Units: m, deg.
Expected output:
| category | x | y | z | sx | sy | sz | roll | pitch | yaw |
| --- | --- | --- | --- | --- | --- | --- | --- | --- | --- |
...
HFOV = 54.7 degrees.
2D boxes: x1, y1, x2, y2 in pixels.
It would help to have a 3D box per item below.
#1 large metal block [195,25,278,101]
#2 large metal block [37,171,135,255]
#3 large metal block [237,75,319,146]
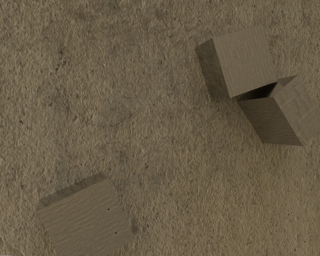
| category | x | y | z | sx | sy | sz | roll | pitch | yaw |
| --- | --- | --- | --- | --- | --- | --- | --- | --- | --- |
| large metal block | 0.106 | -0.090 | 0.435 | 0.081 | 0.050 | 0.080 | -20 | 97 | -19 |
| large metal block | -0.087 | 0.107 | 0.364 | 0.081 | 0.050 | 0.080 | -24 | 98 | -19 |
| large metal block | 0.170 | -0.023 | 0.442 | 0.050 | 0.080 | 0.080 | -39 | 103 | -16 |
